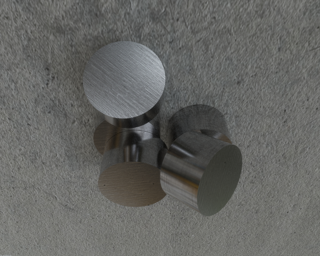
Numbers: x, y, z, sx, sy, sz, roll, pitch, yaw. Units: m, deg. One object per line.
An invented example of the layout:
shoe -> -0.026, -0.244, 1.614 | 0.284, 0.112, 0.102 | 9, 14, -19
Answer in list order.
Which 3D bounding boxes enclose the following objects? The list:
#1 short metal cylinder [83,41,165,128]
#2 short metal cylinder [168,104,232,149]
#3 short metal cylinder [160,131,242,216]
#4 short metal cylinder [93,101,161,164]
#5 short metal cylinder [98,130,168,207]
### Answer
short metal cylinder -> -0.035, -0.043, 0.327 | 0.081, 0.080, 0.050 | 0, 169, -1
short metal cylinder -> 0.051, 0.016, 0.406 | 0.081, 0.050, 0.079 | 0, 130, 0
short metal cylinder -> 0.046, 0.048, 0.339 | 0.050, 0.080, 0.080 | 21, 145, 41
short metal cylinder -> -0.040, 0.000, 0.391 | 0.081, 0.050, 0.079 | 0, 130, 0
short metal cylinder -> -0.029, 0.049, 0.367 | 0.081, 0.050, 0.079 | 0, 130, 0
